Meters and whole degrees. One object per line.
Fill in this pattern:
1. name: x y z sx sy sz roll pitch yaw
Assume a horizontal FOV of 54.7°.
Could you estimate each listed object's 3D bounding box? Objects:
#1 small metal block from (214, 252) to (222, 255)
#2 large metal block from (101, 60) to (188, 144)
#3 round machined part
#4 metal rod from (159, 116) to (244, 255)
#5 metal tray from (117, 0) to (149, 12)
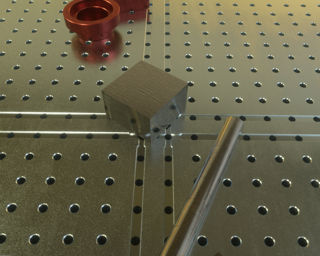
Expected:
1. small metal block: 0.056 0.145 0.271 0.025 0.050 0.050 -29 56 -22
2. large metal block: -0.019 -0.038 0.423 0.080 0.050 0.080 31 56 23
3. round machined part: -0.120 -0.195 0.559 0.099 0.042 0.098 0 50 0
4. metal rod: 0.032 0.096 0.327 0.025 0.025 0.301 21 53 16
5. metal tray: -0.081 -0.289 0.647 0.091 0.030 0.130 -12 51 -11
